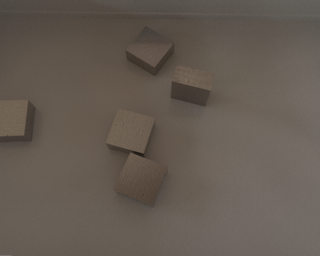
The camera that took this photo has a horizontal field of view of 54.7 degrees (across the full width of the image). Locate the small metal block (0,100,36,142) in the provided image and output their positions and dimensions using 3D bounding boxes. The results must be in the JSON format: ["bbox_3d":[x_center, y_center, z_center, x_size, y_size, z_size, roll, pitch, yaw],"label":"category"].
[{"bbox_3d":[-0.198,-0.009,0.411,0.050,0.025,0.050,-2,70,-1],"label":"small metal block"}]

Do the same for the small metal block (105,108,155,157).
[{"bbox_3d":[-0.037,0.007,0.407,0.050,0.025,0.050,15,71,5],"label":"small metal block"}]

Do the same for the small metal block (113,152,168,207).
[{"bbox_3d":[-0.023,0.065,0.386,0.050,0.025,0.050,21,71,7],"label":"small metal block"}]

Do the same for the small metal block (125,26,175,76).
[{"bbox_3d":[-0.014,-0.112,0.450,0.050,0.025,0.050,33,73,11],"label":"small metal block"}]

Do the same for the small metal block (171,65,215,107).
[{"bbox_3d":[0.043,-0.056,0.417,0.050,0.050,0.025,15,71,5],"label":"small metal block"}]
